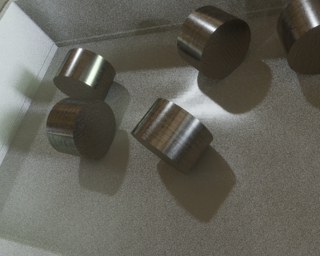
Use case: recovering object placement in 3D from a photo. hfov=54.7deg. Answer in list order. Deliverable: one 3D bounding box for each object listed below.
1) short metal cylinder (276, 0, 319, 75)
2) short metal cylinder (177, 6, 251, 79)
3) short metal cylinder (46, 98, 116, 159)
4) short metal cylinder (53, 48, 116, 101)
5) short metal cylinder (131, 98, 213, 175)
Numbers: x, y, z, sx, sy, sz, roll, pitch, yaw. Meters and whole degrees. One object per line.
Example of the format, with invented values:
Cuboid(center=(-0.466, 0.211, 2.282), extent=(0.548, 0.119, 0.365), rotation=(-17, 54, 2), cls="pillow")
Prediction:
Cuboid(center=(0.176, -0.104, 0.342), extent=(0.080, 0.080, 0.050), rotation=(-15, 56, 19), cls="short metal cylinder")
Cuboid(center=(0.070, -0.110, 0.402), extent=(0.080, 0.080, 0.050), rotation=(-42, 51, -1), cls="short metal cylinder")
Cuboid(center=(-0.107, -0.001, 0.427), extent=(0.050, 0.080, 0.080), rotation=(7, 65, 31), cls="short metal cylinder")
Cuboid(center=(-0.115, -0.077, 0.479), extent=(0.080, 0.080, 0.050), rotation=(6, 65, 31), cls="short metal cylinder")
Cuboid(center=(0.014, 0.010, 0.357), extent=(0.080, 0.080, 0.050), rotation=(30, 79, 37), cls="short metal cylinder")
